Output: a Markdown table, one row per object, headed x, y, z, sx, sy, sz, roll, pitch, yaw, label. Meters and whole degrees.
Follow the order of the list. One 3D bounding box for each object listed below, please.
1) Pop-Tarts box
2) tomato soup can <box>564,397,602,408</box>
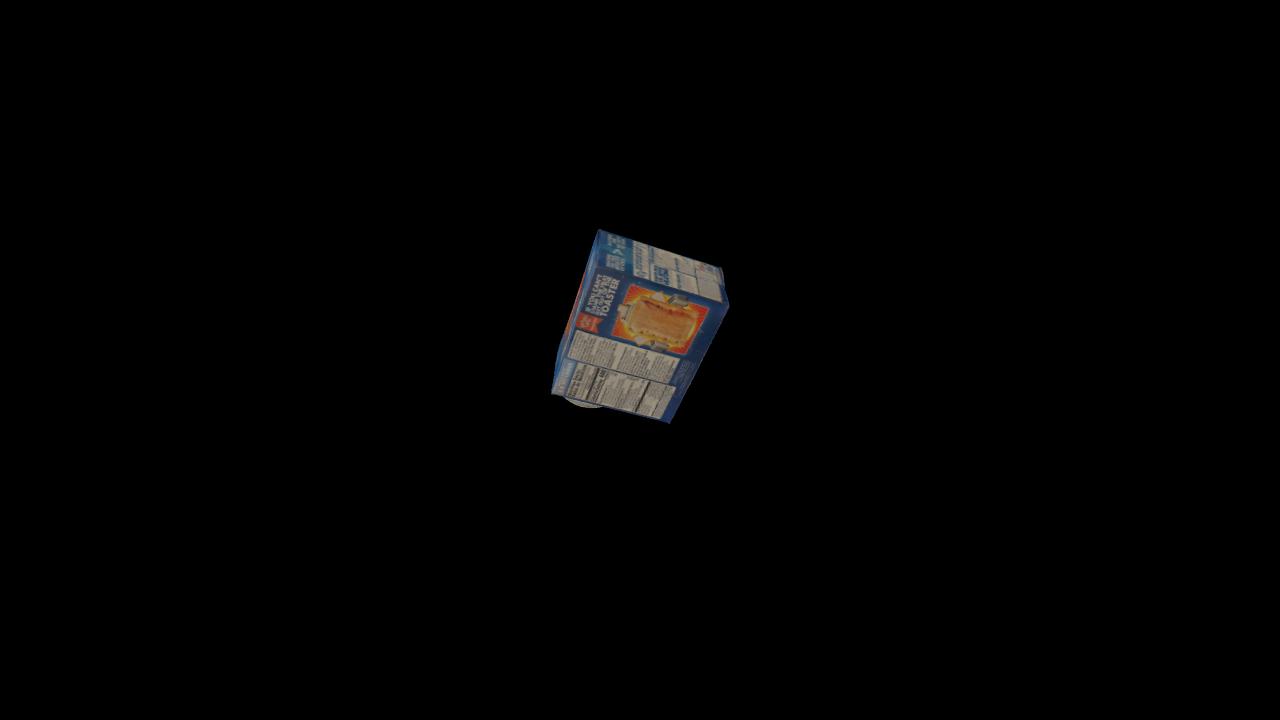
| x | y | z | sx | sy | sz | roll | pitch | yaw | label |
| --- | --- | --- | --- | --- | --- | --- | --- | --- | --- |
| -0.004 | -0.032 | 0.661 | 0.141 | 0.167 | 0.083 | 15 | 35 | -12 | Pop-Tarts box |
| -0.058 | 0.001 | 0.763 | 0.068 | 0.101 | 0.068 | 9 | -37 | 7 | tomato soup can |
